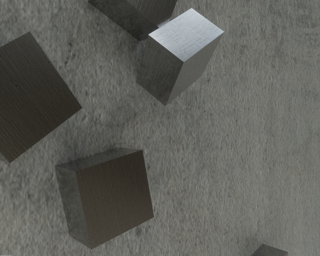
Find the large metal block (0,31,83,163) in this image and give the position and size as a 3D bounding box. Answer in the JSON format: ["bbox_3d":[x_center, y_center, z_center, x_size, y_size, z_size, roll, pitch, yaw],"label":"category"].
[{"bbox_3d":[-0.133,-0.027,0.278,0.080,0.050,0.080,-45,117,-31],"label":"large metal block"}]

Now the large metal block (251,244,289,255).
[{"bbox_3d":[0.192,0.271,0.553,0.081,0.050,0.079,-23,105,-38],"label":"large metal block"}]

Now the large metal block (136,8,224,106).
[{"bbox_3d":[0.023,-0.086,0.381,0.050,0.080,0.080,41,57,12],"label":"large metal block"}]

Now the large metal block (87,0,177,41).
[{"bbox_3d":[-0.026,-0.164,0.368,0.080,0.050,0.080,30,71,-36],"label":"large metal block"}]

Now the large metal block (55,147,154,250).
[{"bbox_3d":[-0.059,0.071,0.340,0.081,0.050,0.079,-16,100,-39],"label":"large metal block"}]
